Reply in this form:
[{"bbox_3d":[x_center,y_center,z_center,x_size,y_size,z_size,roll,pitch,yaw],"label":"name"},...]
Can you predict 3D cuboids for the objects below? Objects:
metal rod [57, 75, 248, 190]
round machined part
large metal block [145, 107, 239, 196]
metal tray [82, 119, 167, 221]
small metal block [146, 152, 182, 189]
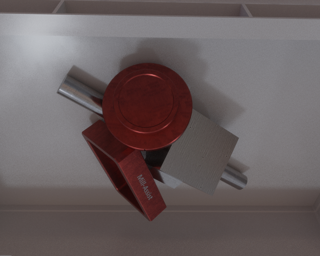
[{"bbox_3d":[0.006,0.016,0.421,0.301,0.025,0.025,29,124,-23],"label":"metal rod"},{"bbox_3d":[-0.014,-0.025,0.335,0.099,0.097,0.042,-1,171,0],"label":"round machined part"},{"bbox_3d":[0.039,0.028,0.389,0.080,0.050,0.080,30,81,-23],"label":"large metal block"},{"bbox_3d":[-0.046,0.058,0.415,0.030,0.090,0.129,-39,132,-21],"label":"metal tray"},{"bbox_3d":[0.008,0.049,0.432,0.050,0.050,0.025,31,123,-24],"label":"small metal block"}]
